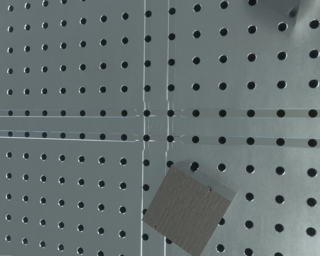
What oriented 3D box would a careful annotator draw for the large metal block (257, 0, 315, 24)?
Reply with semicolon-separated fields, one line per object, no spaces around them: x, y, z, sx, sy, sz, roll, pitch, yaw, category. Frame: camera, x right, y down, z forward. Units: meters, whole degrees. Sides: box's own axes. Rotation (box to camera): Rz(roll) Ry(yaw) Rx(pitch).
0.133;-0.167;0.337;0.080;0.080;0.050;40;103;15;large metal block

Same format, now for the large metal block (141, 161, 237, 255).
0.037;0.098;0.386;0.080;0.050;0.080;30;100;17;large metal block
